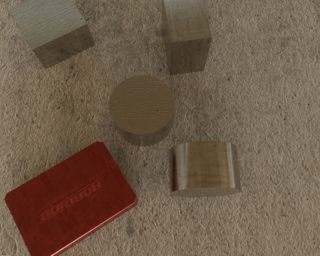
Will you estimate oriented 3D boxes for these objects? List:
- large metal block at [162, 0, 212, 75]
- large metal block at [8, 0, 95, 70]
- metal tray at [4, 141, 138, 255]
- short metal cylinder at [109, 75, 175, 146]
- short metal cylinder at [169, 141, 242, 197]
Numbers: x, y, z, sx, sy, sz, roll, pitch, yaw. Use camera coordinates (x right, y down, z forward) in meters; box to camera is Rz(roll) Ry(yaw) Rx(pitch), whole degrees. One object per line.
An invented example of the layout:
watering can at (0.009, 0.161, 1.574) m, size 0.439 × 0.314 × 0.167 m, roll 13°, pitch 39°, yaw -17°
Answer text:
large metal block at (0.033, -0.131, 0.427) m, size 0.050 × 0.080 × 0.080 m, roll -8°, pitch 70°, yaw -3°
large metal block at (-0.154, -0.145, 0.447) m, size 0.080 × 0.050 × 0.080 m, roll -30°, pitch 73°, yaw -11°
metal tray at (-0.104, 0.086, 0.373) m, size 0.131 × 0.030 × 0.090 m, roll -31°, pitch 73°, yaw -11°
short metal cylinder at (-0.022, -0.021, 0.403) m, size 0.081 × 0.050 × 0.080 m, roll 0°, pitch 70°, yaw 0°
short metal cylinder at (0.051, 0.050, 0.361) m, size 0.081 × 0.080 × 0.050 m, roll -1°, pitch 70°, yaw -1°
